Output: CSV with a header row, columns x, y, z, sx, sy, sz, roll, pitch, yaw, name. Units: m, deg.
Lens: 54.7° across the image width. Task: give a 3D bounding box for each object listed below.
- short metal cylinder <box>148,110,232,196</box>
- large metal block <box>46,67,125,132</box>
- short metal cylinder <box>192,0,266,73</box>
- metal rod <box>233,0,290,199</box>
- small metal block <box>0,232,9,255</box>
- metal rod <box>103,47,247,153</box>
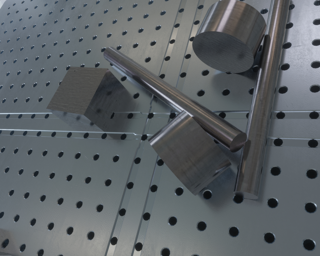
x,y,z,sx,sy,sz,roll,pitch,yaw,name
0.032,0.027,0.340,0.050,0.080,0.080,-41,51,1,short metal cylinder
-0.114,-0.047,0.481,0.080,0.050,0.080,9,66,32,large metal block
0.088,-0.115,0.397,0.080,0.080,0.050,13,69,33,short metal cylinder
0.130,-0.062,0.377,0.025,0.025,0.300,4,63,30,metal rod
-0.246,0.173,0.431,0.050,0.025,0.050,-47,51,-5,small metal block
-0.001,-0.056,0.430,0.025,0.025,0.300,-46,47,-4,metal rod
